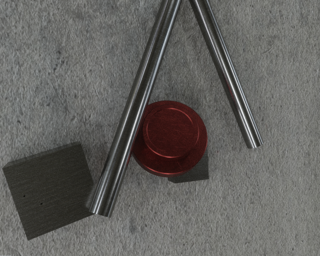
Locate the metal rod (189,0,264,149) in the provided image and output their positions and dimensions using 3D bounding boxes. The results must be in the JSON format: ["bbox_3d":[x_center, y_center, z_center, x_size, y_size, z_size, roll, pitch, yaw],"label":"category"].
[{"bbox_3d":[0.083,-0.110,0.441,0.025,0.025,0.299,-27,99,-18],"label":"metal rod"}]

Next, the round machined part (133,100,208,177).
[{"bbox_3d":[0.011,0.009,0.385,0.099,0.042,0.098,2,69,-5],"label":"round machined part"}]

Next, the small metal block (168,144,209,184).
[{"bbox_3d":[0.038,0.046,0.424,0.050,0.025,0.050,-3,91,-21],"label":"small metal block"}]

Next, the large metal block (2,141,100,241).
[{"bbox_3d":[-0.120,0.066,0.352,0.081,0.050,0.080,-18,97,-19],"label":"large metal block"}]

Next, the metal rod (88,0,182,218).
[{"bbox_3d":[-0.022,-0.044,0.374,0.025,0.025,0.299,23,72,-19],"label":"metal rod"}]
